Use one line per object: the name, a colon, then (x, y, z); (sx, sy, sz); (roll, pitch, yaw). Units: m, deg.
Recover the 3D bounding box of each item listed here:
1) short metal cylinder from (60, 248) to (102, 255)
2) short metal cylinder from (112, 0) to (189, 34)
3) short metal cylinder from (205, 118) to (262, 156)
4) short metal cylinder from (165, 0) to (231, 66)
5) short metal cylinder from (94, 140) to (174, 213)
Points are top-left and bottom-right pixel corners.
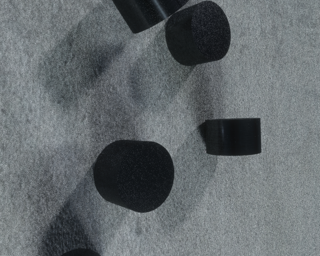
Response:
short metal cylinder: (-0.079, 0.174, 0.324); (0.081, 0.050, 0.079); (0, 90, -40)
short metal cylinder: (-0.012, -0.154, 0.360); (0.080, 0.080, 0.050); (-50, 120, -29)
short metal cylinder: (0.109, 0.011, 0.463); (0.081, 0.080, 0.050); (-4, 93, -40)
short metal cylinder: (0.054, -0.131, 0.436); (0.081, 0.050, 0.079); (0, 90, -40)
short metal cylinder: (-0.030, 0.054, 0.365); (0.081, 0.050, 0.079); (0, 90, -40)
